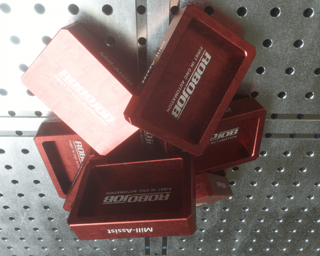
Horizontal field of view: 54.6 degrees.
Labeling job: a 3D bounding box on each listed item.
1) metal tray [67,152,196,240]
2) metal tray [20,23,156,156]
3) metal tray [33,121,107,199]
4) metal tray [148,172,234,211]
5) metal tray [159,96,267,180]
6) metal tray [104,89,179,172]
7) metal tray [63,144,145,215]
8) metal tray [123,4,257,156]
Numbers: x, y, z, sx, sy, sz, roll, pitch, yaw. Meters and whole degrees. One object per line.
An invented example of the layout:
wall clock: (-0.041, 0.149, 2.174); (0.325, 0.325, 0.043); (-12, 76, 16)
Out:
metal tray: (-0.027, 0.074, 0.347); (0.130, 0.090, 0.030); (-6, 130, 11)
metal tray: (-0.079, -0.039, 0.352); (0.090, 0.030, 0.130); (-38, 106, 27)
metal tray: (-0.115, 0.049, 0.449); (0.090, 0.030, 0.129); (-4, 129, 2)
metal tray: (0.046, 0.096, 0.446); (0.090, 0.030, 0.130); (-23, 160, 19)
metal tray: (0.066, 0.017, 0.399); (0.131, 0.030, 0.090); (-15, 131, -10)
metal tray: (-0.019, 0.009, 0.415); (0.090, 0.030, 0.129); (-5, 128, 1)
metal tray: (-0.073, 0.081, 0.436); (0.090, 0.030, 0.129); (21, 127, -17)
metal tray: (0.031, -0.047, 0.325); (0.090, 0.030, 0.130); (27, 92, -21)
